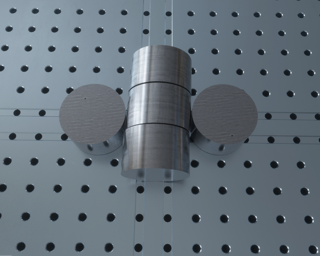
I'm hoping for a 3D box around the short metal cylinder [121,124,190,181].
[{"bbox_3d":[-0.005,0.032,0.370,0.081,0.080,0.050,1,70,0],"label":"short metal cylinder"}]

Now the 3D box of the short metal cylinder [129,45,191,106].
[{"bbox_3d":[0.001,-0.064,0.405,0.081,0.080,0.050,2,70,0],"label":"short metal cylinder"}]

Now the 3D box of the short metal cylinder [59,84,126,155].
[{"bbox_3d":[-0.082,-0.010,0.400,0.081,0.050,0.080,0,70,0],"label":"short metal cylinder"}]

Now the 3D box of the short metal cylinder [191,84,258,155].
[{"bbox_3d":[0.079,-0.010,0.402,0.081,0.050,0.080,0,70,0],"label":"short metal cylinder"}]

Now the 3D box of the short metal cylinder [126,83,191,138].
[{"bbox_3d":[-0.001,-0.016,0.388,0.081,0.080,0.050,2,70,0],"label":"short metal cylinder"}]
